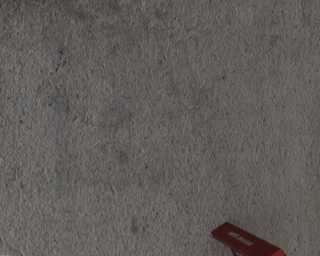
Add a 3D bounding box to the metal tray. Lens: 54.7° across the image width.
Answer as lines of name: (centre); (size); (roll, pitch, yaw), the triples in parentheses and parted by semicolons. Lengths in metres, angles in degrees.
metal tray: (0.123, 0.185, 0.413); (0.030, 0.130, 0.090); (-27, 99, -19)
